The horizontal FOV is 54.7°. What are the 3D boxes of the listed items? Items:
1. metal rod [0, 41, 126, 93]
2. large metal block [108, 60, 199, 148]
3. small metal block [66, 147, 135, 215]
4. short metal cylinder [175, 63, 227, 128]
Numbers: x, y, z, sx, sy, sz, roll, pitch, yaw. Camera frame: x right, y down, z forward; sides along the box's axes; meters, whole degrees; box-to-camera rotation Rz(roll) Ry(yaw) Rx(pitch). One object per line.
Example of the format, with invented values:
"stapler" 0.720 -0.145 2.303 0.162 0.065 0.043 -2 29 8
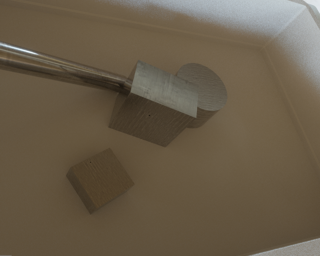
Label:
"metal rod" -0.133 -0.064 0.290 0.302 0.025 0.025 4 56 -57
"large metal block" -0.009 -0.026 0.383 0.080 0.080 0.050 20 54 -17
"small metal block" -0.065 0.057 0.337 0.050 0.025 0.050 -28 77 -37
"short metal cylinder" 0.049 -0.046 0.446 0.081 0.050 0.080 14 56 -21
